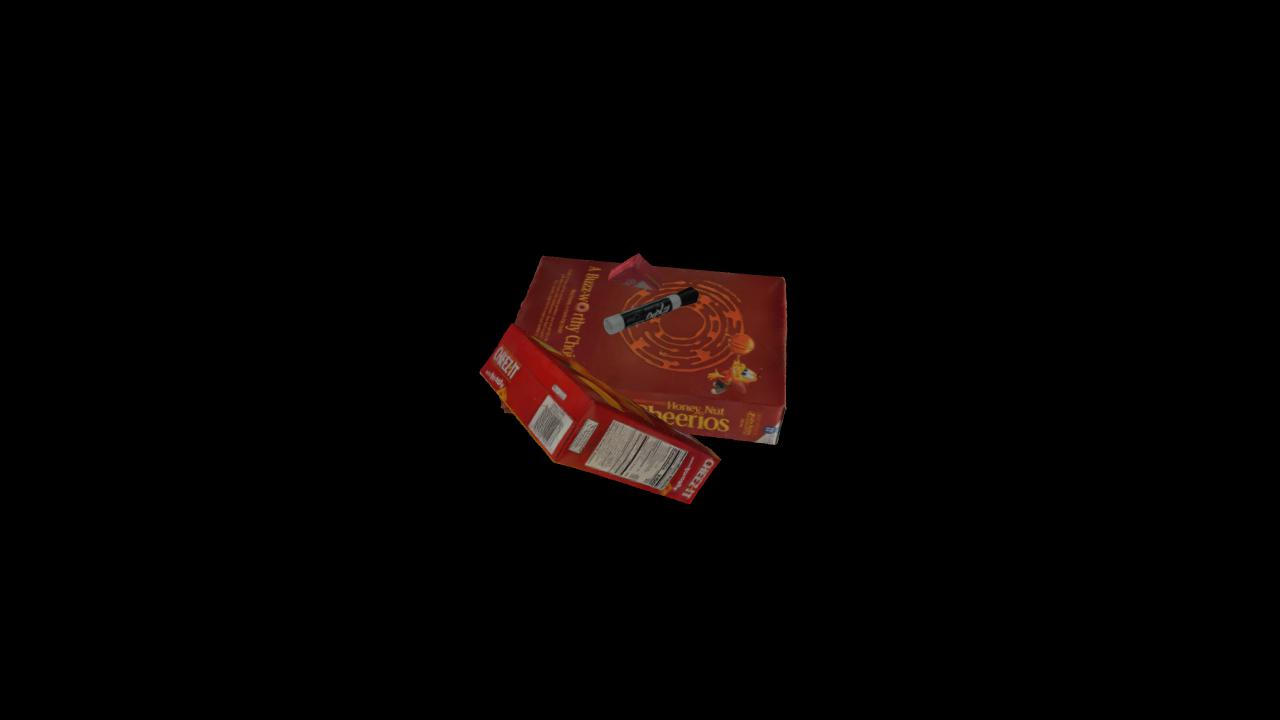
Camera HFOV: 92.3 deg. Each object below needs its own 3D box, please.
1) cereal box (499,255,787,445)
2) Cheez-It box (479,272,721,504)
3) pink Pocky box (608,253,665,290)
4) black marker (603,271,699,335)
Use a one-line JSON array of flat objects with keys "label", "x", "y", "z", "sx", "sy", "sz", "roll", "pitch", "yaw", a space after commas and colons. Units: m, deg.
[{"label": "cereal box", "x": 0.012, "y": -0.019, "z": 0.705, "sx": 0.306, "sy": 0.203, "sz": 0.081, "roll": 6, "pitch": -41, "yaw": 5}, {"label": "Cheez-It box", "x": -0.038, "y": 0.062, "z": 0.648, "sx": 0.223, "sy": 0.071, "sz": 0.166, "roll": 31, "pitch": 5, "yaw": -47}, {"label": "pink Pocky box", "x": 0.020, "y": -0.057, "z": 0.756, "sx": 0.155, "sy": 0.029, "sz": 0.084, "roll": 40, "pitch": -40, "yaw": -24}, {"label": "black marker", "x": 0.015, "y": -0.055, "z": 0.667, "sx": 0.121, "sy": 0.020, "sz": 0.020, "roll": -23, "pitch": 12, "yaw": -29}]
